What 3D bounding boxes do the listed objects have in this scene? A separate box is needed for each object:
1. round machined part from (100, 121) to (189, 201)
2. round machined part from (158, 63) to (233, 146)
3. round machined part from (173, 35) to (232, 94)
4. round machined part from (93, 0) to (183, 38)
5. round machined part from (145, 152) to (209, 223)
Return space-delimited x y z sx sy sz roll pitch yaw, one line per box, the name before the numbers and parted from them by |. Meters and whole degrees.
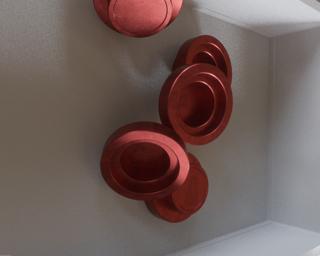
round machined part | -0.017 0.034 0.360 0.098 0.098 0.042 55 15 -26
round machined part | 0.040 -0.030 0.382 0.099 0.042 0.097 -6 101 -31
round machined part | 0.057 -0.080 0.445 0.099 0.042 0.097 0 90 -40
round machined part | -0.023 -0.138 0.337 0.099 0.098 0.042 23 45 -38
round machined part | 0.028 0.080 0.422 0.099 0.042 0.097 0 90 -40
